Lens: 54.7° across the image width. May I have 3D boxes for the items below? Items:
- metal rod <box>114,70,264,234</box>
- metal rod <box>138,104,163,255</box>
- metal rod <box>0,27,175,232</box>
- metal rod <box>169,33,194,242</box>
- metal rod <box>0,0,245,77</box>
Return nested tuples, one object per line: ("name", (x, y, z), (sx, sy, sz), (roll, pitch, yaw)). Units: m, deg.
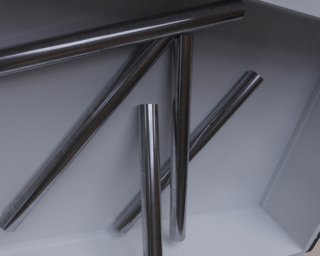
("metal rod", (0.039, 0.038, 0.453), (0.299, 0.025, 0.025), (-49, 129, 6))
("metal rod", (-0.010, 0.120, 0.385), (0.025, 0.025, 0.298), (-2, 90, -28))
("metal rod", (-0.089, 0.005, 0.362), (0.299, 0.025, 0.025), (-49, 129, 6))
("metal rod", (0.027, 0.029, 0.415), (0.025, 0.025, 0.298), (-10, 115, -23))
("metal rod", (-0.055, -0.088, 0.306), (0.302, 0.025, 0.025), (-17, 126, -13))
